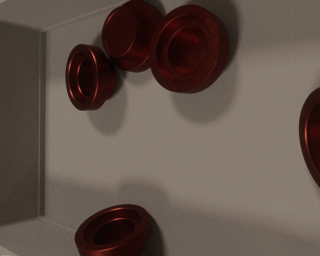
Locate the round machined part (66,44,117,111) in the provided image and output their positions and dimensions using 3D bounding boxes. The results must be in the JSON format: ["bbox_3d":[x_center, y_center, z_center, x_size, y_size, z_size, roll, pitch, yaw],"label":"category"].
[{"bbox_3d":[-0.102,-0.076,0.471,0.098,0.042,0.097,7,100,47],"label":"round machined part"}]

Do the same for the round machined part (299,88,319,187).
[{"bbox_3d":[0.157,0.011,0.244,0.042,0.098,0.097,-11,81,-5],"label":"round machined part"}]

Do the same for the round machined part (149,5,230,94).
[{"bbox_3d":[0.037,-0.089,0.363,0.098,0.042,0.097,0,90,39],"label":"round machined part"}]

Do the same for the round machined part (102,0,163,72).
[{"bbox_3d":[-0.043,-0.128,0.429,0.098,0.042,0.097,0,90,39],"label":"round machined part"}]

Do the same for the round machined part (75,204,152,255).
[{"bbox_3d":[-0.058,0.146,0.410,0.098,0.099,0.042,1,112,39],"label":"round machined part"}]
